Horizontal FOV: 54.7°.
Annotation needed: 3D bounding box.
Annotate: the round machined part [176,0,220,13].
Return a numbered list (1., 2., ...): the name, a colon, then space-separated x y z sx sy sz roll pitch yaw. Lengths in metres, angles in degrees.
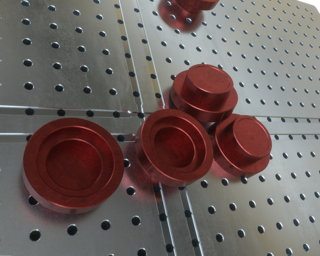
1. round machined part: 0.065 -0.261 0.594 0.099 0.042 0.098 14 56 -21

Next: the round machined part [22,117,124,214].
1. round machined part: -0.091 0.041 0.324 0.099 0.042 0.098 14 56 -21

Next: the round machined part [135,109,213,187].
1. round machined part: 0.014 0.028 0.390 0.099 0.042 0.098 14 56 -21

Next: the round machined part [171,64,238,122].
1. round machined part: 0.068 -0.057 0.453 0.099 0.042 0.098 8 45 -8

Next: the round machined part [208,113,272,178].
1. round machined part: 0.123 0.020 0.454 0.099 0.042 0.098 14 56 -21
